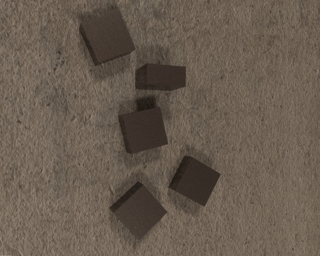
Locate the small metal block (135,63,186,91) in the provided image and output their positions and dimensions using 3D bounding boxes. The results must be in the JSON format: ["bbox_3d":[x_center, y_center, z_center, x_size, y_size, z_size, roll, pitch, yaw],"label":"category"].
[{"bbox_3d":[0.000,-0.064,0.396,0.050,0.050,0.025,1,90,-20],"label":"small metal block"}]

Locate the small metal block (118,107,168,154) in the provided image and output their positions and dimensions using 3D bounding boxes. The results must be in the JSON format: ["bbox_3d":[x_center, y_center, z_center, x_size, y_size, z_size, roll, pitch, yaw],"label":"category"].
[{"bbox_3d":[-0.022,0.002,0.402,0.050,0.025,0.050,-14,95,-20],"label":"small metal block"}]

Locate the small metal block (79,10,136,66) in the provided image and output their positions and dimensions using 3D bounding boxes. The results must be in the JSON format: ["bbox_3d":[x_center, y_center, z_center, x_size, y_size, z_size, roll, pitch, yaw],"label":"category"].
[{"bbox_3d":[-0.066,-0.111,0.385,0.050,0.025,0.050,-26,99,-19],"label":"small metal block"}]

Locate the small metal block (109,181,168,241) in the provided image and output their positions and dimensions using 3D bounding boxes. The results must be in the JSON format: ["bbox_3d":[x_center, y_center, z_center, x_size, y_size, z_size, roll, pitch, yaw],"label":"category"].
[{"bbox_3d":[-0.028,0.106,0.400,0.050,0.025,0.050,-42,104,-15],"label":"small metal block"}]

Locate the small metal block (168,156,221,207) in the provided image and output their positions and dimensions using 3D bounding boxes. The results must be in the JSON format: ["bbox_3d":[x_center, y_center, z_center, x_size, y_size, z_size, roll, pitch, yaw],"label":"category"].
[{"bbox_3d":[0.048,0.073,0.428,0.050,0.025,0.050,32,80,-18],"label":"small metal block"}]
